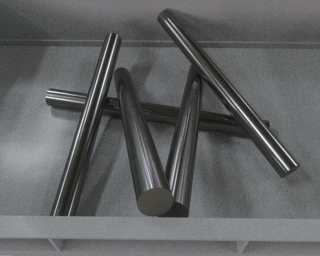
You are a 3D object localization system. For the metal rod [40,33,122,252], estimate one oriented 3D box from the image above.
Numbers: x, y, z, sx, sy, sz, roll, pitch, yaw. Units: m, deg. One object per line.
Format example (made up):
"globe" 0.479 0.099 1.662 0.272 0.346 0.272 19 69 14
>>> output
"metal rod" -0.087 -0.007 0.384 0.025 0.025 0.300 5 58 4

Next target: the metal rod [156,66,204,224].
"metal rod" 0.034 -0.014 0.358 0.025 0.025 0.301 8 32 6

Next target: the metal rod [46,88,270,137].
"metal rod" -0.008 -0.021 0.422 0.301 0.025 0.025 9 51 7

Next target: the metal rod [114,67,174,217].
"metal rod" -0.031 -0.015 0.343 0.025 0.025 0.300 -9 28 -7

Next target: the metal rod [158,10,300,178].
"metal rod" 0.076 -0.063 0.416 0.025 0.025 0.299 -22 60 -17
